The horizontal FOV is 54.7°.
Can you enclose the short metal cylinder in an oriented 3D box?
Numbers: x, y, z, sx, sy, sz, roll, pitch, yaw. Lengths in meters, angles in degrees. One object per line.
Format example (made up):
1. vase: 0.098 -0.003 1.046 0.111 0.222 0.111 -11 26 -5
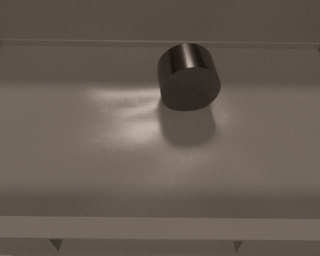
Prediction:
1. short metal cylinder: 0.038 -0.069 0.428 0.081 0.080 0.050 -4 50 -4
